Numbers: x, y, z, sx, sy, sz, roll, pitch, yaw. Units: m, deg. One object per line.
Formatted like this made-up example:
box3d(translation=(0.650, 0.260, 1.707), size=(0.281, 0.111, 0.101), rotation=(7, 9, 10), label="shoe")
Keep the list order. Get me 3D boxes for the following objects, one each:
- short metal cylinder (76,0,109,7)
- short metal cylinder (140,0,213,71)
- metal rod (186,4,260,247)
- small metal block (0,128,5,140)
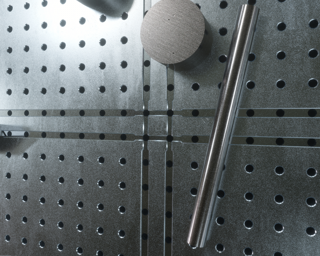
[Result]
box3d(translation=(-0.105, -0.220, 0.436), size=(0.080, 0.050, 0.080), rotation=(0, 90, 20), label="short metal cylinder")
box3d(translation=(0.022, -0.116, 0.391), size=(0.080, 0.050, 0.080), rotation=(0, 90, 20), label="short metal cylinder")
box3d(translation=(0.077, 0.001, 0.385), size=(0.025, 0.025, 0.298), rotation=(13, 94, 19), label="metal rod")
box3d(translation=(-0.294, 0.018, 0.503), size=(0.050, 0.050, 0.025), rotation=(-39, 78, 16), label="small metal block")
